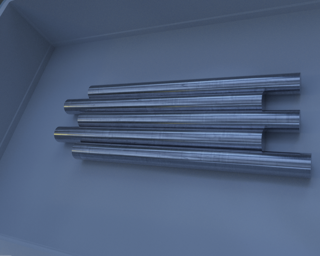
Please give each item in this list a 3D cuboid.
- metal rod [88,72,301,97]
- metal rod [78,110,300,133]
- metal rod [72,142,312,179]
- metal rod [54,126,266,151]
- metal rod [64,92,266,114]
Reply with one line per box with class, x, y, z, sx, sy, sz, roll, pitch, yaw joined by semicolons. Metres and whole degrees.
metal rod;0.027;-0.053;0.421;0.300;0.025;0.025;1;62;28
metal rod;0.017;-0.009;0.400;0.300;0.025;0.025;1;62;28
metal rod;0.015;0.035;0.373;0.300;0.025;0.025;1;62;28
metal rod;-0.020;0.012;0.406;0.300;0.025;0.025;1;62;28
metal rod;-0.013;-0.032;0.429;0.300;0.025;0.025;1;62;28
